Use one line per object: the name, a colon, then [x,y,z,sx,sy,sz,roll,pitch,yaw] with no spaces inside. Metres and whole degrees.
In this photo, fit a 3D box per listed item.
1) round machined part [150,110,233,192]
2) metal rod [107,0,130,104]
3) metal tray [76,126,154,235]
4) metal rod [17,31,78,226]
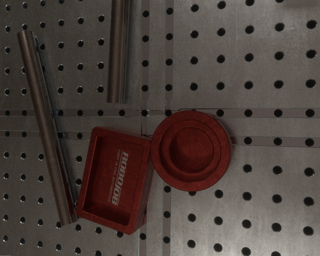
round machined part: [0.041,0.027,0.388,0.098,0.042,0.097,0,90,19]
metal rod: [-0.054,-0.183,0.430,0.025,0.025,0.298,3,91,19]
metal tray: [-0.059,0.069,0.429,0.090,0.030,0.129,13,94,19]
metal rod: [-0.172,-0.003,0.471,0.025,0.025,0.298,-17,85,19]
